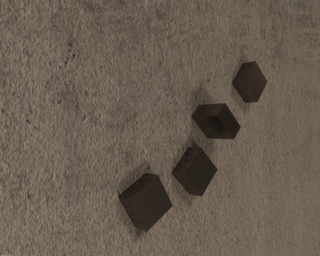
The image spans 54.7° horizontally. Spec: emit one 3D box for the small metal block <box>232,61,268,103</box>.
[{"bbox_3d":[0.157,-0.079,0.539,0.050,0.025,0.050,47,62,-30],"label":"small metal block"}]

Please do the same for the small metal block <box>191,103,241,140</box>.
[{"bbox_3d":[0.083,-0.009,0.461,0.050,0.050,0.025,50,60,-29],"label":"small metal block"}]

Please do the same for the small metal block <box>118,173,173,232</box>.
[{"bbox_3d":[-0.017,0.093,0.392,0.050,0.025,0.050,-38,113,-34],"label":"small metal block"}]

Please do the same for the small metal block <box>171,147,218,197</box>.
[{"bbox_3d":[0.051,0.063,0.450,0.050,0.025,0.050,52,60,-28],"label":"small metal block"}]
